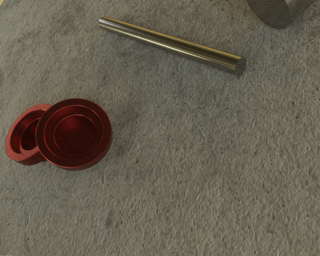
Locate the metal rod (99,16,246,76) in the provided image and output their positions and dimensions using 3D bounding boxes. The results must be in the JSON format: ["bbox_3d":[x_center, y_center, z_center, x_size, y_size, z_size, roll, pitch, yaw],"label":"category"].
[{"bbox_3d":[0.000,-0.138,0.488,0.300,0.025,0.025,30,78,37],"label":"metal rod"}]

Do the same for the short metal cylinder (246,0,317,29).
[{"bbox_3d":[0.154,-0.175,0.395,0.050,0.080,0.080,-42,51,0],"label":"short metal cylinder"}]

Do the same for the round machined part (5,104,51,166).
[{"bbox_3d":[-0.187,0.014,0.483,0.098,0.042,0.098,-13,56,21],"label":"round machined part"}]

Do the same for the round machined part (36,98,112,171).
[{"bbox_3d":[-0.115,0.012,0.429,0.099,0.042,0.098,1,70,-3],"label":"round machined part"}]
